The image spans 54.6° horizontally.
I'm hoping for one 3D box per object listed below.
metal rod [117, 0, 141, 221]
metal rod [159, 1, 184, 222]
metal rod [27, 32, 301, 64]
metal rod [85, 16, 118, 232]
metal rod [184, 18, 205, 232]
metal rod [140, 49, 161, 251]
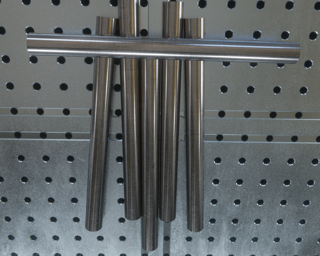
[{"bbox_3d":[-0.038,-0.010,0.410,0.025,0.025,0.298,1,110,0],"label":"metal rod"},{"bbox_3d":[0.013,-0.007,0.412,0.025,0.025,0.298,1,110,0],"label":"metal rod"},{"bbox_3d":[0.005,-0.091,0.353,0.302,0.025,0.025,2,110,-1],"label":"metal rod"},{"bbox_3d":[-0.081,0.009,0.415,0.025,0.025,0.298,7,110,-3],"label":"metal rod"},{"bbox_3d":[0.047,0.010,0.418,0.025,0.025,0.298,-2,110,1],"label":"metal rod"},{"bbox_3d":[-0.013,0.043,0.429,0.025,0.025,0.298,1,111,0],"label":"metal rod"}]
